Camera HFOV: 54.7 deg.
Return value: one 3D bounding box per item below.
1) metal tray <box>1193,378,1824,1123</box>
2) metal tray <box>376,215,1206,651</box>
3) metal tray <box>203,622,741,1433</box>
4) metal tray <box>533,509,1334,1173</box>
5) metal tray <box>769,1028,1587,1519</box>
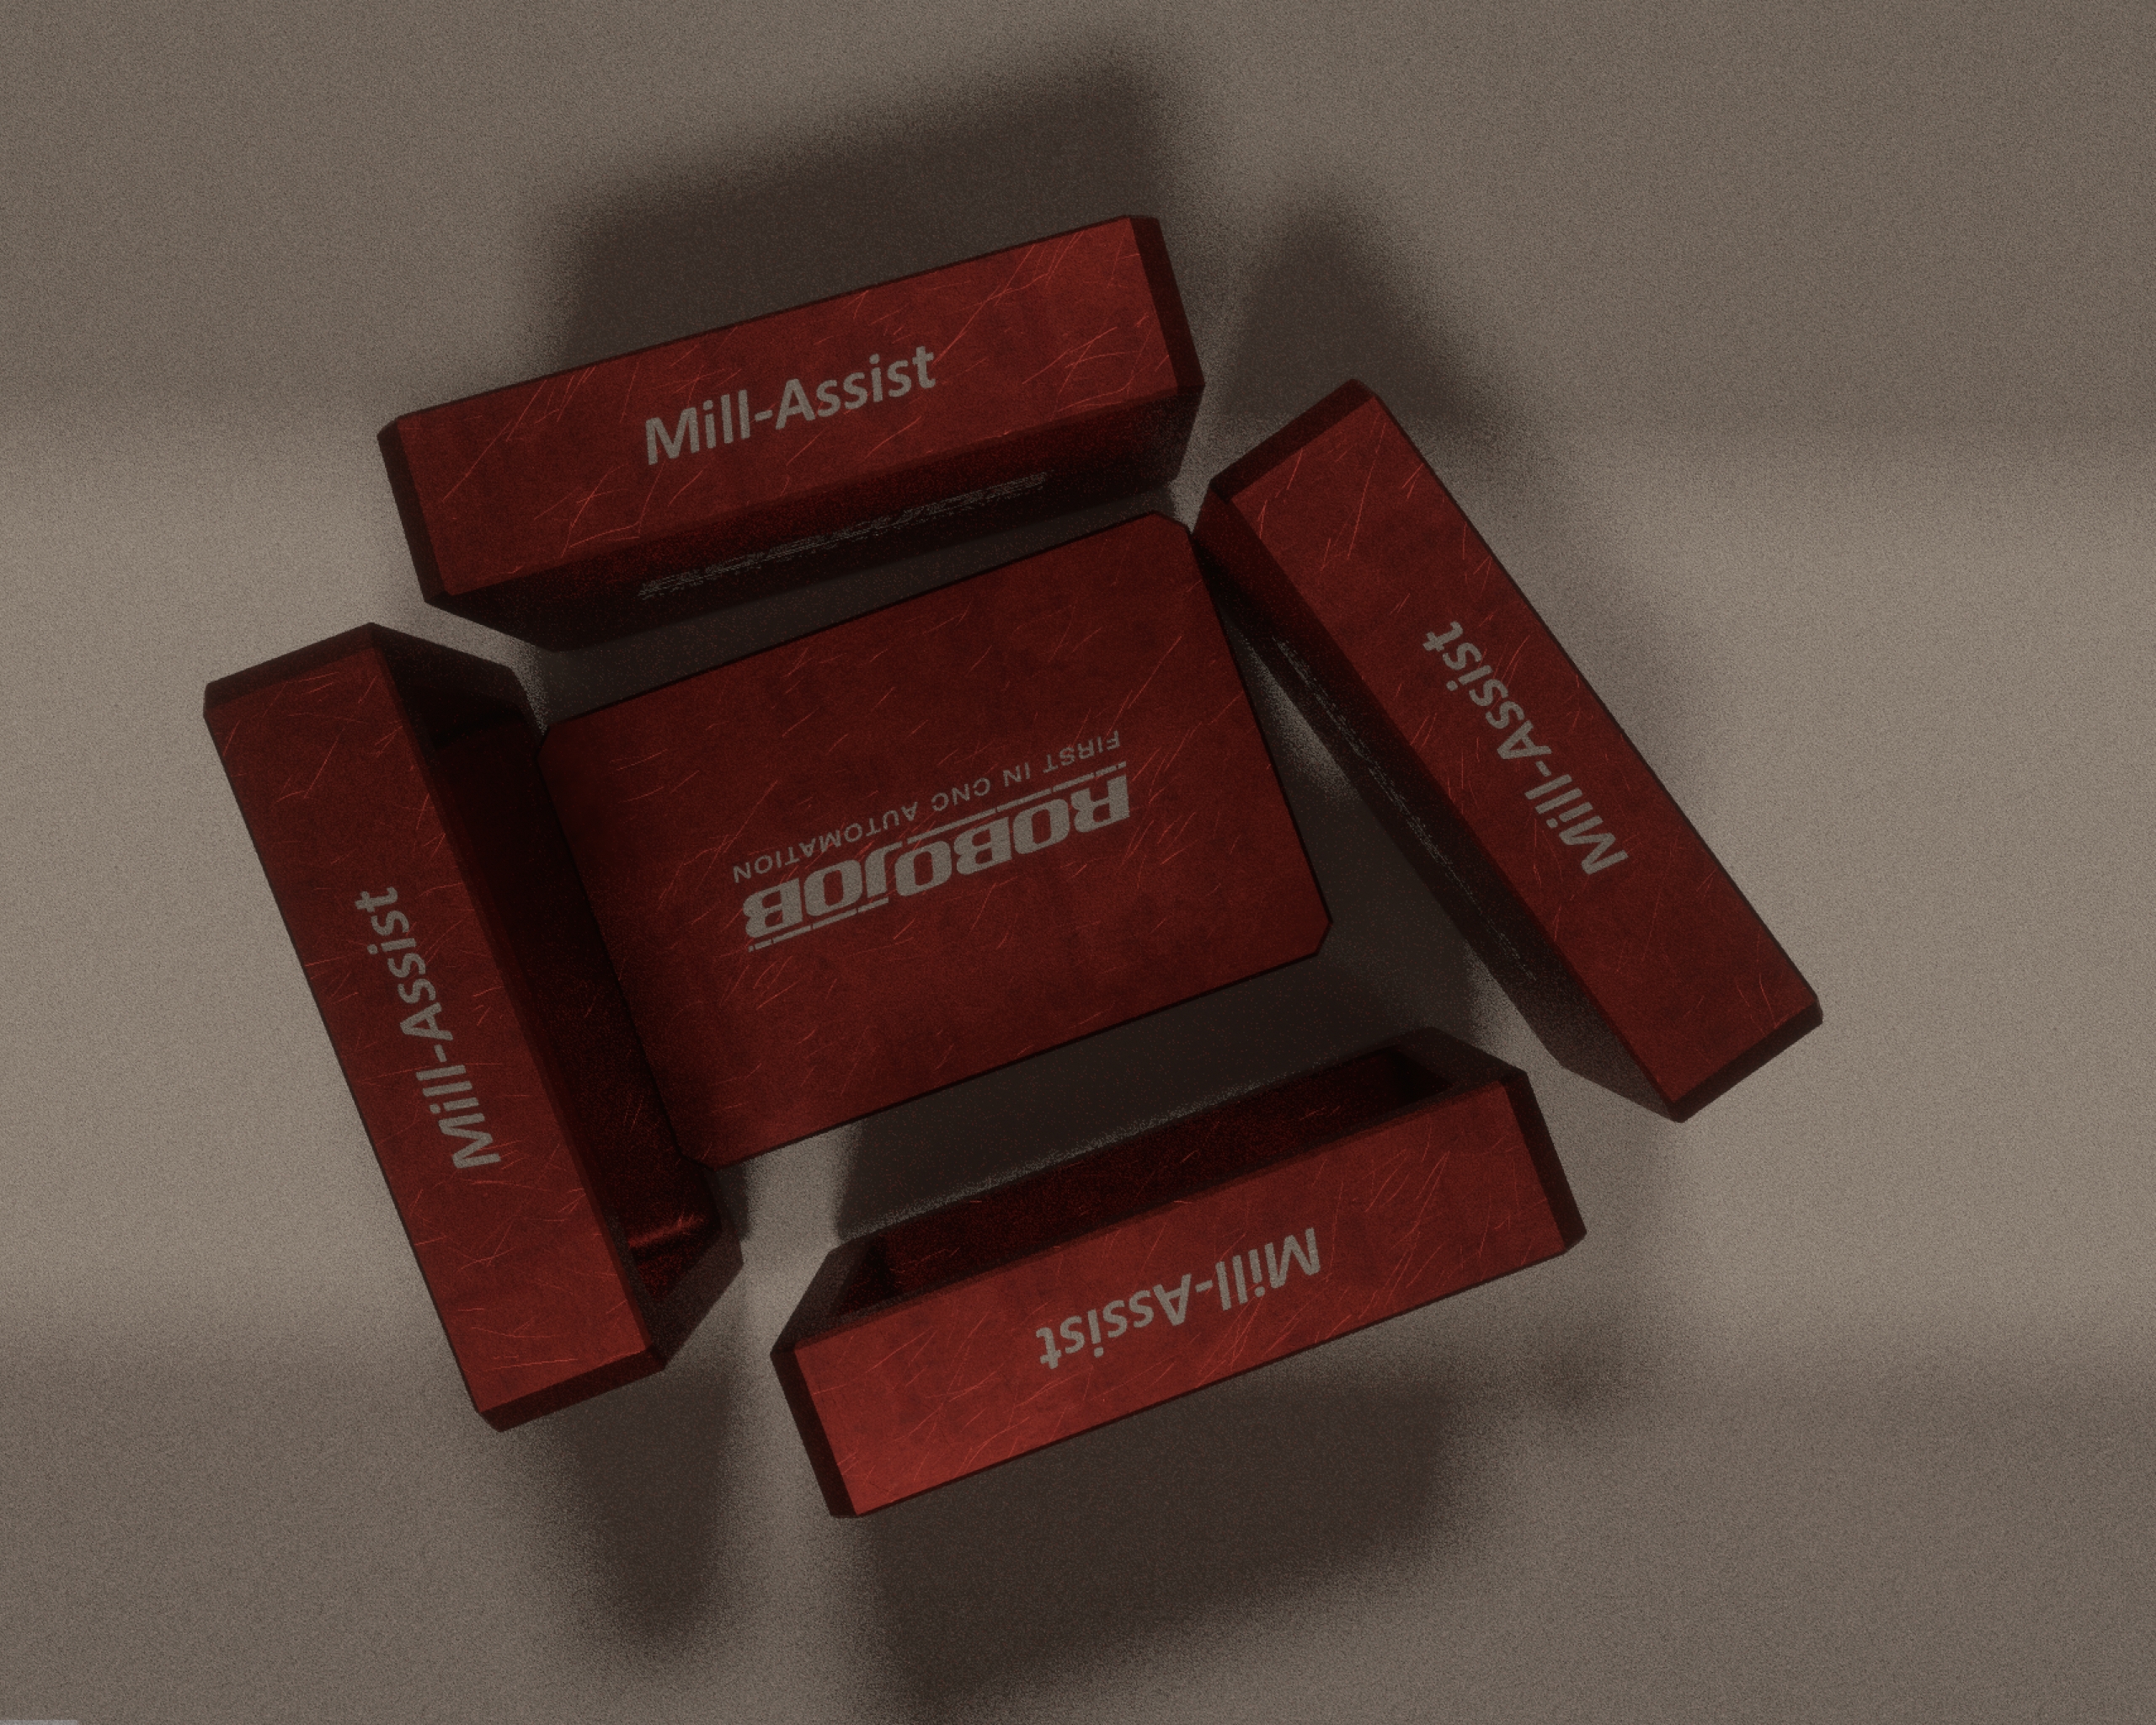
[{"bbox_3d":[0.072,-0.019,0.378,0.030,0.090,0.130,-36,90,1],"label":"metal tray"},{"bbox_3d":[-0.046,-0.073,0.376,0.131,0.090,0.030,-16,90,-1],"label":"metal tray"},{"bbox_3d":[-0.104,0.026,0.375,0.030,0.090,0.129,-21,90,0],"label":"metal tray"},{"bbox_3d":[-0.027,-0.004,0.406,0.131,0.030,0.090,-20,90,-1],"label":"metal tray"},{"bbox_3d":[0.016,0.069,0.377,0.131,0.090,0.030,-20,90,-1],"label":"metal tray"}]
